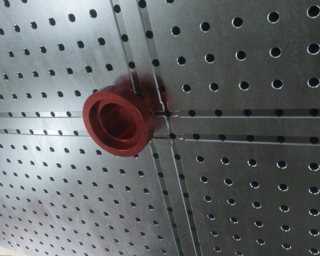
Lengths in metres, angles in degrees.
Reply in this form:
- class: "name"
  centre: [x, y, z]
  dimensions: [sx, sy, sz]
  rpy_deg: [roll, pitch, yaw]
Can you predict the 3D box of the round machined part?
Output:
- class: "round machined part"
  centre: [-0.052, -0.013, 0.420]
  dimensions: [0.098, 0.042, 0.097]
  rpy_deg: [13, 124, 21]
